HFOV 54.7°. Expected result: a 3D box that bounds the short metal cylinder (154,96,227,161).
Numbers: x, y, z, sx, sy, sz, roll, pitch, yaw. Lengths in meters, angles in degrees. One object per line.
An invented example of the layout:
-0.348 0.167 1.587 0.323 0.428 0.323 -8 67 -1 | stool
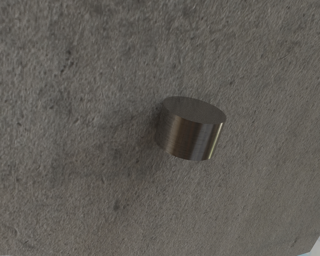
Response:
0.037 -0.001 0.393 0.081 0.080 0.050 -1 119 -29 | short metal cylinder
